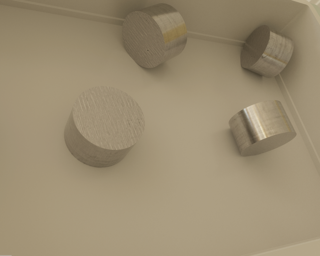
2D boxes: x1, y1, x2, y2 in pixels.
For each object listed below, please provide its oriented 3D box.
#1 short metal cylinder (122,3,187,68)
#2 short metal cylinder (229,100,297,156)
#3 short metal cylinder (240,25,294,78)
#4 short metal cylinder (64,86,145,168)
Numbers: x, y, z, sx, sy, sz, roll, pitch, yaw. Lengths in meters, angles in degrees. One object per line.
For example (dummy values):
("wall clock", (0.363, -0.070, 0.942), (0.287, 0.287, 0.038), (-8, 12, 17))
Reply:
("short metal cylinder", (-0.008, -0.133, 0.447), (0.080, 0.080, 0.050), (49, 51, 6))
("short metal cylinder", (0.147, 0.002, 0.448), (0.081, 0.080, 0.050), (-3, 64, -30))
("short metal cylinder", (0.190, -0.136, 0.555), (0.050, 0.080, 0.080), (19, 54, -17))
("short metal cylinder", (-0.064, -0.001, 0.355), (0.081, 0.050, 0.080), (14, 56, -21))
